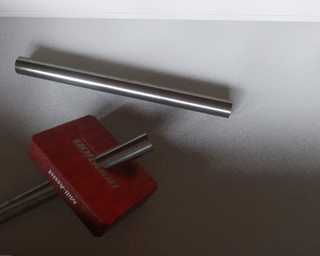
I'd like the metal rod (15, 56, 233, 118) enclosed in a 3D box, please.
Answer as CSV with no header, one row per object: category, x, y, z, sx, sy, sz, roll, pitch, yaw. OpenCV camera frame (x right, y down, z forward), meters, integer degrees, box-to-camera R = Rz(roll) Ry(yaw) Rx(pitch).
metal rod,-0.052,-0.057,0.429,0.302,0.025,0.025,12,71,4

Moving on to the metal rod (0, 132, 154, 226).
metal rod,-0.147,0.081,0.359,0.301,0.025,0.025,-26,72,-3

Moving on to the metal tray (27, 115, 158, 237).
metal tray,-0.077,0.049,0.363,0.130,0.030,0.091,45,39,14
